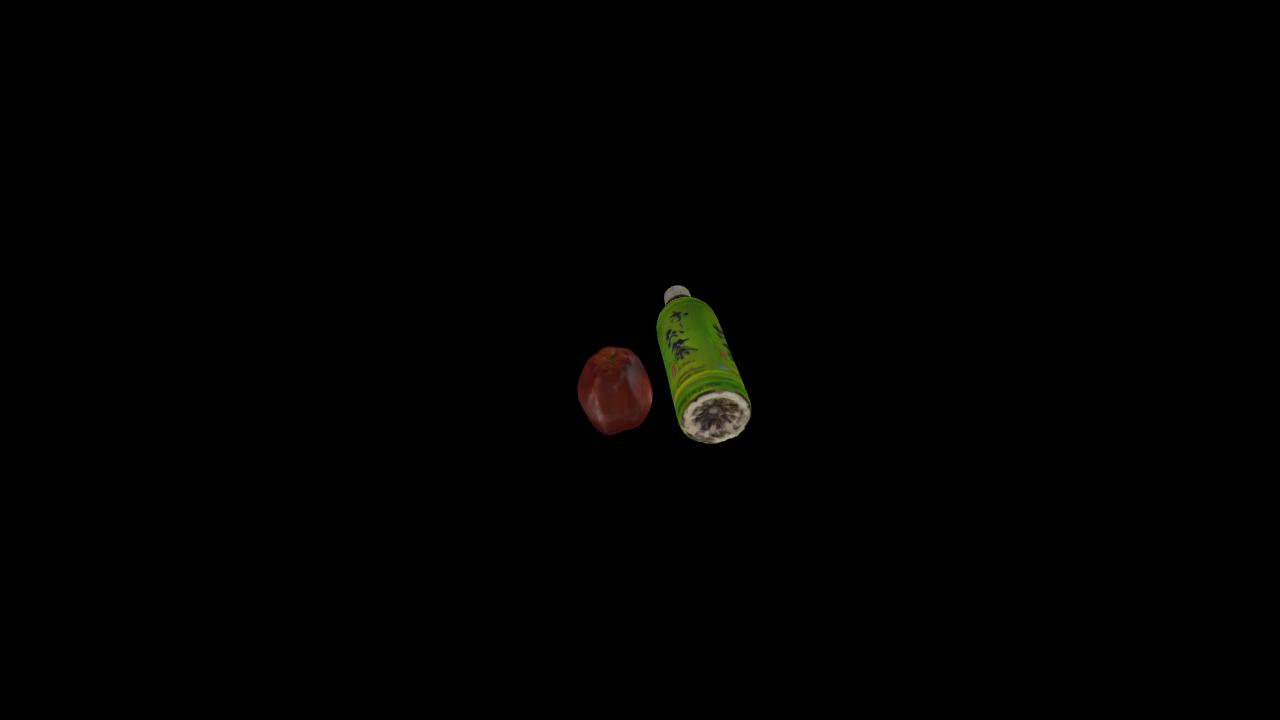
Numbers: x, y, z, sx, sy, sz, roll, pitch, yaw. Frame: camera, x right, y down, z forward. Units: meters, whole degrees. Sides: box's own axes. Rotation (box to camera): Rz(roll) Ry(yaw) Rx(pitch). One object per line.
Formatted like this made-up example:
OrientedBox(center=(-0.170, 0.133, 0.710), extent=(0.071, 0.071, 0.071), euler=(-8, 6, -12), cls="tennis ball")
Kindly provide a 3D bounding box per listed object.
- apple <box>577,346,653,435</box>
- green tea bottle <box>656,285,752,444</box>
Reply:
OrientedBox(center=(-0.026, 0.031, 0.636), extent=(0.079, 0.093, 0.079), euler=(-5, 39, 4), cls="apple")
OrientedBox(center=(0.055, -0.010, 0.635), extent=(0.073, 0.073, 0.212), euler=(0, 37, -11), cls="green tea bottle")
